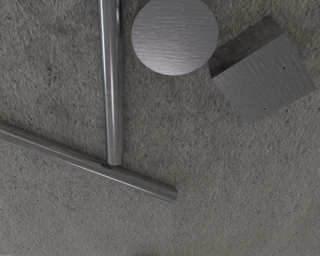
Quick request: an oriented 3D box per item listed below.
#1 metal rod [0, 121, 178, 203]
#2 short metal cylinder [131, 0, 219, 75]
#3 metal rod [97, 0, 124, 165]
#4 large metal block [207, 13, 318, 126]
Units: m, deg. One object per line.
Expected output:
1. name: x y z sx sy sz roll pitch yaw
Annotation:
1. metal rod: -0.107 0.051 0.449 0.302 0.025 0.025 24 126 -20
2. short metal cylinder: 0.014 -0.100 0.306 0.081 0.050 0.079 0 130 0
3. metal rod: -0.054 -0.069 0.347 0.025 0.025 0.298 3 130 -3
4. large metal block: 0.109 -0.061 0.340 0.080 0.050 0.080 -32 124 24
